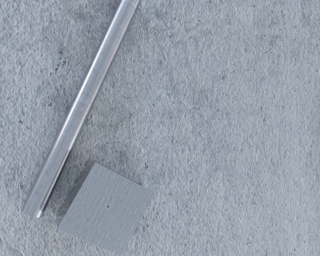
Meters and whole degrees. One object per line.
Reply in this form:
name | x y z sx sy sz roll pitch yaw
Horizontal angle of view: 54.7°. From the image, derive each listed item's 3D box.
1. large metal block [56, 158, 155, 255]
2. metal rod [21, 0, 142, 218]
large metal block | -0.066 0.092 0.372 0.080 0.050 0.080 31 80 -18
metal rod | -0.089 -0.039 0.376 0.025 0.025 0.299 26 82 -19
